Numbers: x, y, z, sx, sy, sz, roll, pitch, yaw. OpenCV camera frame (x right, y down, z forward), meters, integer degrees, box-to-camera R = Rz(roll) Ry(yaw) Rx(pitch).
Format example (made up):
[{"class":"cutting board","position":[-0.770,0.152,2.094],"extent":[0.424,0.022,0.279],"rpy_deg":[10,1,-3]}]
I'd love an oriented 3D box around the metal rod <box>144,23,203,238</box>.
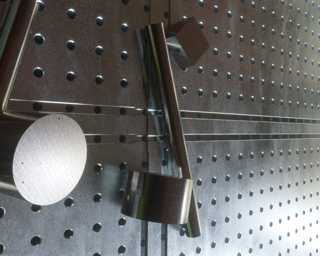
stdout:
[{"class":"metal rod","position":[0.021,0.010,0.428],"extent":[0.025,0.025,0.298],"rpy_deg":[-19,102,-39]}]

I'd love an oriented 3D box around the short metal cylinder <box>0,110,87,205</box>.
[{"class":"short metal cylinder","position":[-0.114,0.025,0.282],"extent":[0.080,0.050,0.079],"rpy_deg":[-20,114,-58]}]

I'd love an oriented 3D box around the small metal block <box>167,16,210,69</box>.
[{"class":"small metal block","position":[0.039,-0.122,0.444],"extent":[0.050,0.025,0.050],"rpy_deg":[-52,121,-27]}]

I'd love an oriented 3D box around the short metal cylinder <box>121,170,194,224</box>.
[{"class":"short metal cylinder","position":[-0.003,0.081,0.373],"extent":[0.081,0.080,0.050],"rpy_deg":[14,81,-40]}]

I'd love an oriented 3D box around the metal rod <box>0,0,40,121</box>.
[{"class":"metal rod","position":[-0.162,0.021,0.273],"extent":[0.025,0.025,0.299],"rpy_deg":[21,77,-39]}]
